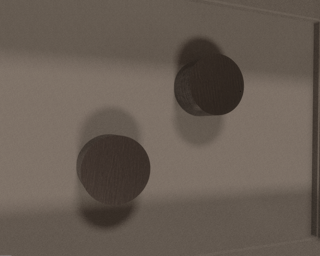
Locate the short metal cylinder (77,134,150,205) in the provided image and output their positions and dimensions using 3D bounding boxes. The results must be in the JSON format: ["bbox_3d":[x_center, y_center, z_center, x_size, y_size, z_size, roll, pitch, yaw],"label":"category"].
[{"bbox_3d":[-0.058,0.048,0.377,0.081,0.050,0.079,0,90,-21],"label":"short metal cylinder"}]

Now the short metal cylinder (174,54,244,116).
[{"bbox_3d":[0.066,-0.056,0.423,0.081,0.050,0.079,0,90,-21],"label":"short metal cylinder"}]
